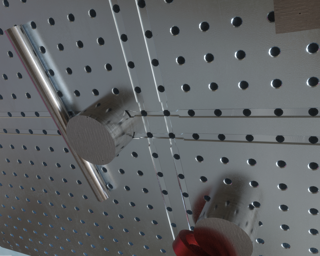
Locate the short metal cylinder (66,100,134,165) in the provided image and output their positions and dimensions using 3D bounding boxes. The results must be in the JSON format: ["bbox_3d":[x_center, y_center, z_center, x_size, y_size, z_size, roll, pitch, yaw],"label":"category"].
[{"bbox_3d":[-0.085,0.006,0.444,0.080,0.050,0.079,13,124,21],"label":"short metal cylinder"}]

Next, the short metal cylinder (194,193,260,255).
[{"bbox_3d":[0.093,0.138,0.431,0.080,0.050,0.079,13,124,21],"label":"short metal cylinder"}]

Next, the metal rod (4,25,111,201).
[{"bbox_3d":[-0.151,-0.010,0.484,0.025,0.025,0.299,-10,114,32],"label":"metal rod"}]

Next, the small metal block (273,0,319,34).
[{"bbox_3d":[0.128,-0.114,0.273,0.050,0.025,0.050,0,119,28],"label":"small metal block"}]

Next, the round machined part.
[{"bbox_3d":[0.060,0.196,0.450,0.098,0.098,0.042,30,94,8],"label":"round machined part"}]
